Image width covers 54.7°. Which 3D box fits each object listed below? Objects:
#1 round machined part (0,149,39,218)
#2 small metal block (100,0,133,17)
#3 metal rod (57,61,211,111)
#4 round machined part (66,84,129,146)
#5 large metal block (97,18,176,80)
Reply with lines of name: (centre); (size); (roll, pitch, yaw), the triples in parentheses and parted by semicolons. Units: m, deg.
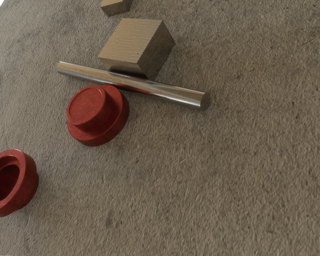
round machined part: (-0.221, 0.083, 0.458); (0.098, 0.042, 0.098); (-13, 56, 21)
small metal block: (-0.081, -0.247, 0.598); (0.050, 0.025, 0.050); (-2, 61, 27)
metal rod: (-0.060, -0.071, 0.478); (0.300, 0.025, 0.025); (18, 71, 35)
round machined part: (-0.099, -0.025, 0.460); (0.098, 0.042, 0.098); (-13, 56, 21)
large metal block: (-0.035, -0.121, 0.481); (0.080, 0.050, 0.080); (17, 70, 34)
